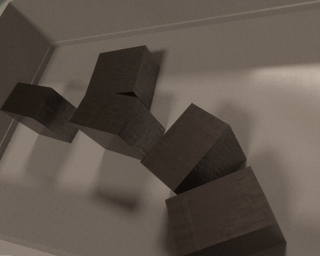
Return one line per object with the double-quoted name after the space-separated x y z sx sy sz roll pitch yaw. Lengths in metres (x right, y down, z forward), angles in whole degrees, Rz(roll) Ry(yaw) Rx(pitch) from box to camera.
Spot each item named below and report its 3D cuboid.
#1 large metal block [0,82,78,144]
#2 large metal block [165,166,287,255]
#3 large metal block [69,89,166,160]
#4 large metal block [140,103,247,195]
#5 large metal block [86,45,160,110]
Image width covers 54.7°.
-0.177 -0.023 0.475 0.080 0.080 0.050 12 68 32 "large metal block"
0.062 0.086 0.284 0.080 0.080 0.050 -25 53 13 "large metal block"
-0.052 -0.002 0.398 0.080 0.080 0.050 13 69 33 "large metal block"
0.039 0.034 0.328 0.080 0.080 0.050 -49 52 -6 "large metal block"
-0.053 -0.069 0.459 0.080 0.050 0.080 -3 61 26 "large metal block"
